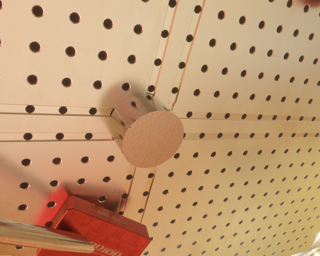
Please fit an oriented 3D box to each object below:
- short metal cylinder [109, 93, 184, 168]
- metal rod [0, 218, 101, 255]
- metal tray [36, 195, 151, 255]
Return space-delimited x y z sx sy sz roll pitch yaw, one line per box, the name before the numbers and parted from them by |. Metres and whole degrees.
short metal cylinder | -0.017 0.003 0.389 0.081 0.050 0.079 -14 125 -21
metal rod | -0.122 0.144 0.393 0.025 0.025 0.300 -45 142 3
metal tray | -0.091 0.160 0.438 0.131 0.030 0.090 30 102 -23
